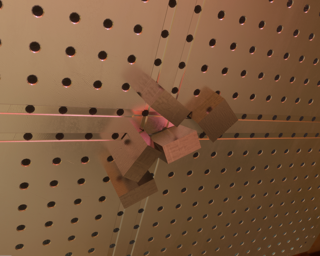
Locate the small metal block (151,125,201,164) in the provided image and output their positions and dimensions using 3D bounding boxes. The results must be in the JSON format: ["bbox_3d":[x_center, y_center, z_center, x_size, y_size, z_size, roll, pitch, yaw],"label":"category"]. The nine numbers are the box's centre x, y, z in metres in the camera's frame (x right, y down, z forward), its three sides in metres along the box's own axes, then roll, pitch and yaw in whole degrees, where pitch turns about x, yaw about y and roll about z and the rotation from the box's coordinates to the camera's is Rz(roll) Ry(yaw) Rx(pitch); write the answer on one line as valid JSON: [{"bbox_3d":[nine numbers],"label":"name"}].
[{"bbox_3d":[0.018,0.020,0.414,0.050,0.050,0.025,-24,109,-19],"label":"small metal block"}]

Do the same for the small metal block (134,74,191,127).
[{"bbox_3d":[0.003,-0.033,0.377,0.025,0.050,0.050,-49,129,6],"label":"small metal block"}]

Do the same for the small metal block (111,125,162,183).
[{"bbox_3d":[-0.032,0.033,0.400,0.025,0.050,0.050,31,101,-38],"label":"small metal block"}]

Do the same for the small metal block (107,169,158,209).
[{"bbox_3d":[-0.038,0.074,0.422,0.050,0.050,0.025,-26,128,-13],"label":"small metal block"}]

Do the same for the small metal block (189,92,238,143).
[{"bbox_3d":[0.078,-0.015,0.447,0.050,0.025,0.050,-43,130,1],"label":"small metal block"}]
